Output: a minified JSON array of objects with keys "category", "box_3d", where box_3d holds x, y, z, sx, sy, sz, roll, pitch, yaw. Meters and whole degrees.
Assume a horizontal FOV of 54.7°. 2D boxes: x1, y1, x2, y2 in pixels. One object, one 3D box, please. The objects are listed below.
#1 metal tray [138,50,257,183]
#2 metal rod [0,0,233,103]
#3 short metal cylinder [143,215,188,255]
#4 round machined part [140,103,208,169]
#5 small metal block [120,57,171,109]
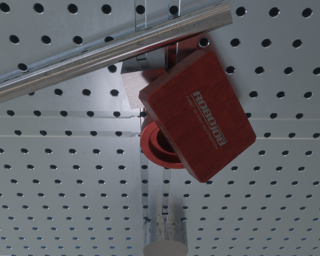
[{"category":"metal tray","box_3d":[0.047,-0.011,0.357,0.090,0.030,0.130,-38,115,-10]},{"category":"metal rod","box_3d":[-0.071,-0.077,0.344,0.301,0.025,0.025,-16,129,13]},{"category":"short metal cylinder","box_3d":[0.010,0.204,0.569,0.081,0.050,0.079,0,130,0]},{"category":"round machined part","box_3d":[0.024,0.006,0.406,0.099,0.042,0.097,0,130,0]},{"category":"small metal block","box_3d":[-0.015,-0.053,0.367,0.050,0.025,0.050,-8,130,6]}]
